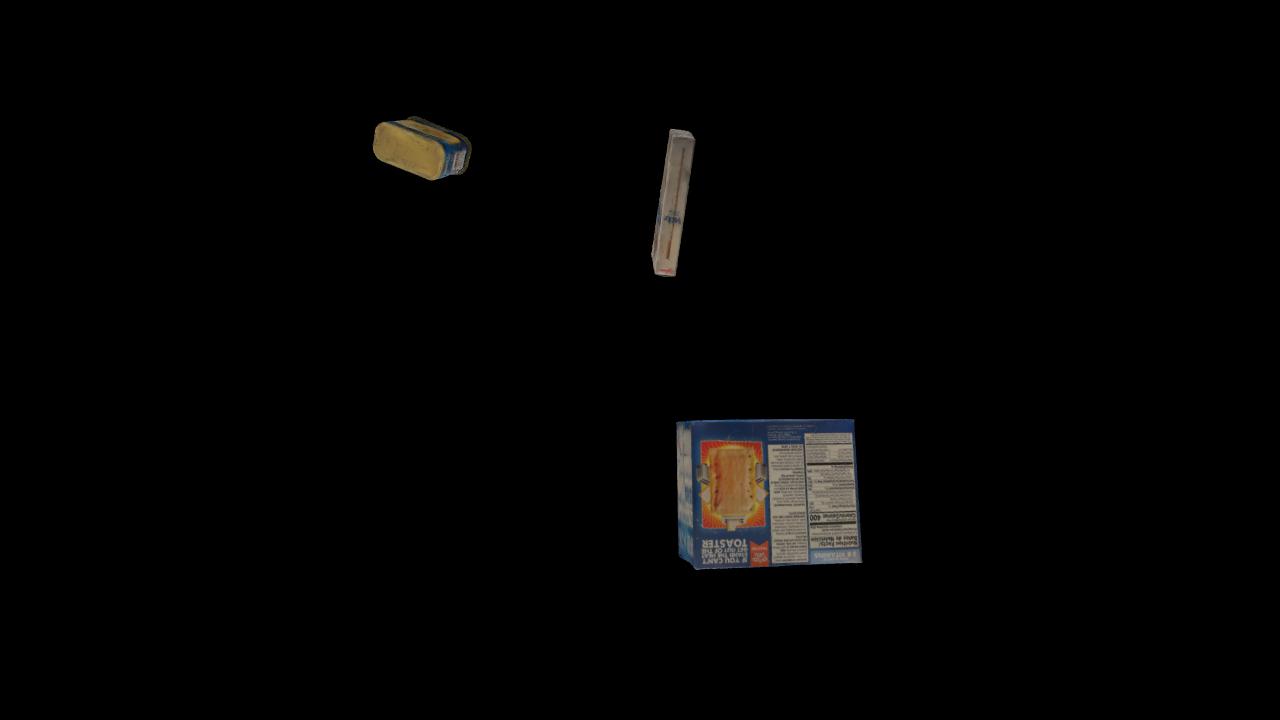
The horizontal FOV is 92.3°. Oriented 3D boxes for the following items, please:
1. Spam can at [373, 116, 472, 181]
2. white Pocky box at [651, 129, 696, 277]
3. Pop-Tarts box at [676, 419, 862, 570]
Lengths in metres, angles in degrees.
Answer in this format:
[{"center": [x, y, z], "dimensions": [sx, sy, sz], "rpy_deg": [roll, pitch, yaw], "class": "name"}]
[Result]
[{"center": [-0.294, -0.286, 0.832], "dimensions": [0.101, 0.058, 0.085], "rpy_deg": [21, 25, -1], "class": "Spam can"}, {"center": [0.038, -0.182, 0.711], "dimensions": [0.028, 0.154, 0.084], "rpy_deg": [6, 25, -4], "class": "white Pocky box"}, {"center": [0.126, 0.131, 0.627], "dimensions": [0.167, 0.141, 0.083], "rpy_deg": [0, -7, -6], "class": "Pop-Tarts box"}]
